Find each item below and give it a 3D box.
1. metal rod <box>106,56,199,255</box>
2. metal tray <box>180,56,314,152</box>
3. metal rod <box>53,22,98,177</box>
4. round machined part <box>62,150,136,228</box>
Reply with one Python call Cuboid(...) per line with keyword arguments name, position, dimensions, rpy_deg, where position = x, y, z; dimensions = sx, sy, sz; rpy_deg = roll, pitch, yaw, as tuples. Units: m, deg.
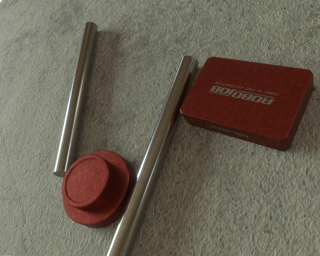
Cuboid(name="metal rod", position=(-0.007, 0.036, 0.383), dimensions=(0.025, 0.025, 0.300), rpy_deg=(7, 65, 31))
Cuboid(name="metal tray", position=(0.100, -0.034, 0.368), dimensions=(0.130, 0.030, 0.090), rpy_deg=(18, 71, 34))
Cuboid(name="metal rod", position=(-0.133, -0.063, 0.510), dimensions=(0.025, 0.025, 0.299), rpy_deg=(-12, 56, 21))
Cuboid(name="round machined part", position=(-0.083, 0.072, 0.391), dimensions=(0.098, 0.042, 0.098), rpy_deg=(-13, 56, 20))
